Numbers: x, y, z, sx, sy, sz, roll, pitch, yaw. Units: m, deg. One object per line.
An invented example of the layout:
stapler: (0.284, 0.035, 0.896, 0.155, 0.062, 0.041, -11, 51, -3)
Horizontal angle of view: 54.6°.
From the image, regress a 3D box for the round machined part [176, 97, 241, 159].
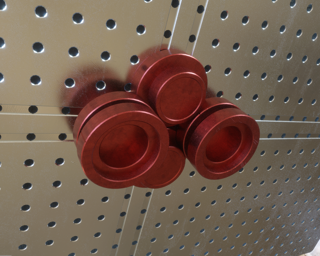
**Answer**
round machined part: (0.066, 0.001, 0.435, 0.099, 0.042, 0.097, -14, 124, -21)

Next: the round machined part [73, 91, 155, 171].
round machined part: (-0.054, 0.001, 0.370, 0.099, 0.042, 0.097, -14, 124, -21)

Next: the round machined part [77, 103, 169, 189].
round machined part: (-0.043, 0.016, 0.344, 0.099, 0.042, 0.097, -14, 124, -21)

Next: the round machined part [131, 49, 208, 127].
round machined part: (0.017, -0.043, 0.382, 0.099, 0.042, 0.097, -14, 124, -21)

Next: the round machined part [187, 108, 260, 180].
round machined part: (0.079, 0.017, 0.411, 0.099, 0.042, 0.097, -14, 124, -21)

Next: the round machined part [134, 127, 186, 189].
round machined part: (-0.005, 0.043, 0.423, 0.099, 0.042, 0.097, -14, 124, -21)
